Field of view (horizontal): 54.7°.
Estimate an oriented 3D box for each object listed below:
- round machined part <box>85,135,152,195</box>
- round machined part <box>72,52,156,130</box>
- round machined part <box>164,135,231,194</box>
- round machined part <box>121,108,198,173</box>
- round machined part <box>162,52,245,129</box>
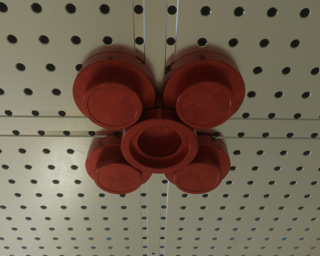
[{"bbox_3d":[-0.059,0.060,0.451,0.099,0.042,0.097,-1,130,0],"label":"round machined part"},{"bbox_3d":[-0.054,-0.036,0.368,0.099,0.042,0.097,-1,130,0],"label":"round machined part"},{"bbox_3d":[0.054,0.059,0.451,0.099,0.042,0.097,-1,130,0],"label":"round machined part"},{"bbox_3d":[-0.001,0.013,0.409,0.099,0.042,0.097,-1,130,0],"label":"round machined part"},{"bbox_3d":[0.052,-0.037,0.369,0.099,0.042,0.097,-1,130,0],"label":"round machined part"}]
